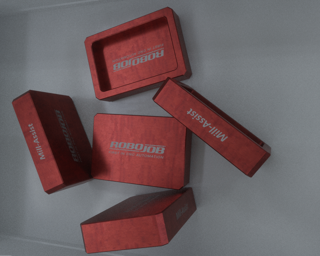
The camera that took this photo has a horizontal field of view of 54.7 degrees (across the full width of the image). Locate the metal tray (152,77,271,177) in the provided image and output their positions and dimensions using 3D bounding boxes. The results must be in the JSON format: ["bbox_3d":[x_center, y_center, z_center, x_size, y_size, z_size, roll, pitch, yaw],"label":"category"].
[{"bbox_3d":[0.062,-0.004,0.351,0.130,0.090,0.030,40,103,15],"label":"metal tray"}]

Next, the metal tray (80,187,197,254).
[{"bbox_3d":[-0.017,0.101,0.357,0.090,0.130,0.030,-13,86,19],"label":"metal tray"}]

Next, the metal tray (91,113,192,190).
[{"bbox_3d":[-0.026,0.028,0.413,0.130,0.030,0.089,4,91,19],"label":"metal tray"}]

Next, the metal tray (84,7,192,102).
[{"bbox_3d":[-0.031,-0.095,0.416,0.130,0.030,0.090,-14,85,19],"label":"metal tray"}]

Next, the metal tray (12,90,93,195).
[{"bbox_3d":[-0.136,0.017,0.420,0.030,0.090,0.129,-26,82,17],"label":"metal tray"}]
